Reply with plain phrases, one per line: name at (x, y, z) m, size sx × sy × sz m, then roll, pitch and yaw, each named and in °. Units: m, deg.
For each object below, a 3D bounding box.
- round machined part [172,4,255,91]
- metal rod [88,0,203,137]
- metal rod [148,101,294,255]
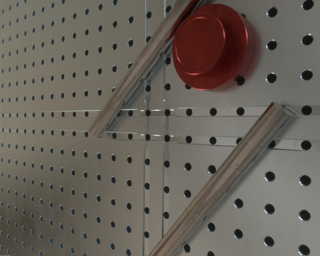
round machined part at (0.053, -0.092, 0.353) m, size 0.098 × 0.042 × 0.097 m, roll 0°, pitch 90°, yaw 39°
metal rod at (-0.017, -0.094, 0.420) m, size 0.298 × 0.025 × 0.025 m, roll -49°, pitch 61°, yaw 28°
metal rod at (0.048, 0.095, 0.368) m, size 0.025 × 0.025 × 0.298 m, roll 47°, pitch 118°, yaw 29°
